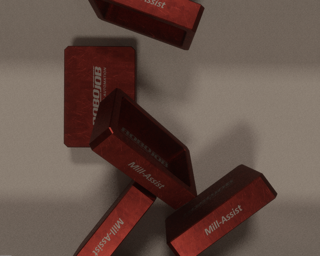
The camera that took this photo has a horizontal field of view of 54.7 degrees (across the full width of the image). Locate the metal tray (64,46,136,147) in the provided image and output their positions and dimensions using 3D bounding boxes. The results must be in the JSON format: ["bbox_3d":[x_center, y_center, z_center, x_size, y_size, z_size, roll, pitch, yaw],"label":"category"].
[{"bbox_3d":[-0.077,-0.040,0.408,0.091,0.030,0.129,0,90,-1],"label":"metal tray"}]

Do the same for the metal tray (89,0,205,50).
[{"bbox_3d":[-0.018,-0.140,0.378,0.131,0.090,0.030,20,90,-1],"label":"metal tray"}]

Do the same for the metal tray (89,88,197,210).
[{"bbox_3d":[-0.015,0.023,0.353,0.030,0.090,0.130,-38,118,21],"label":"metal tray"}]

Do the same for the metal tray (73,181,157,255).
[{"bbox_3d":[-0.056,0.117,0.378,0.030,0.090,0.130,39,90,0],"label":"metal tray"}]

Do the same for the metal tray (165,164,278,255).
[{"bbox_3d":[0.068,0.099,0.379,0.130,0.090,0.030,-36,90,0],"label":"metal tray"}]
